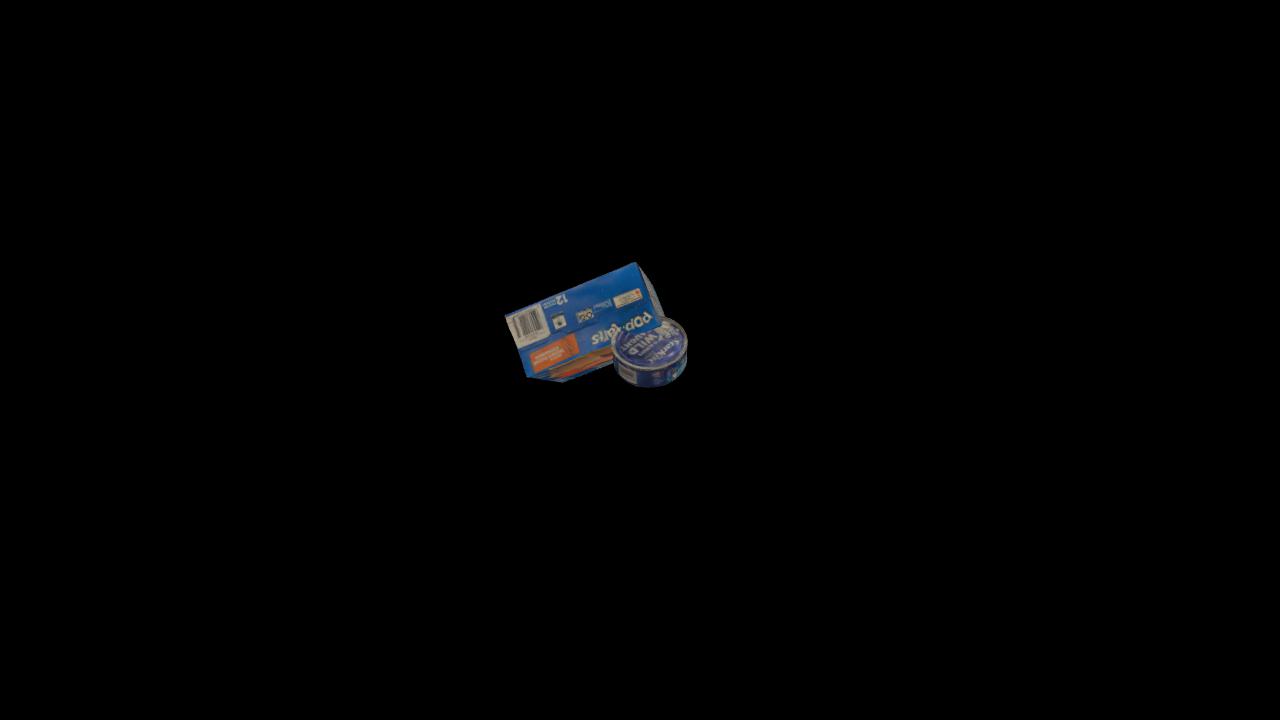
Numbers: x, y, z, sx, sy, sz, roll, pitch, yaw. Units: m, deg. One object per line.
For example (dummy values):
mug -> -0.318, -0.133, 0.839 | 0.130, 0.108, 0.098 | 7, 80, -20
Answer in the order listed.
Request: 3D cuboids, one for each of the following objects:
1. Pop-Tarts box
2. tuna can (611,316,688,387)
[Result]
Pop-Tarts box -> -0.055, -0.039, 0.758 | 0.167, 0.083, 0.141 | -21, -7, 7
tuna can -> 0.011, -0.010, 0.678 | 0.084, 0.084, 0.034 | 0, -44, 4
